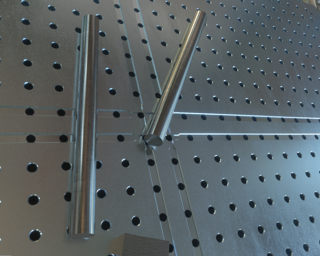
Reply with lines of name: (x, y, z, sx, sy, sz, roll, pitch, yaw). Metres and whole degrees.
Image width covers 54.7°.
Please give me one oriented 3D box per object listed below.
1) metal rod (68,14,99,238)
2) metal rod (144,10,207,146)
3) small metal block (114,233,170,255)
metal rod: (-0.089, -0.025, 0.376, 0.025, 0.025, 0.299, 9, 58, -24)
metal rod: (0.034, -0.096, 0.486, 0.025, 0.025, 0.300, 29, 52, -11)
small metal block: (-0.020, 0.139, 0.314, 0.050, 0.025, 0.050, 18, 55, -19)
